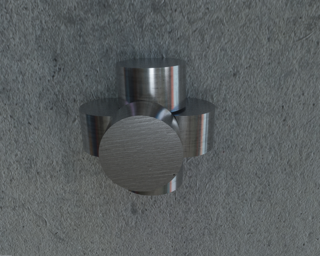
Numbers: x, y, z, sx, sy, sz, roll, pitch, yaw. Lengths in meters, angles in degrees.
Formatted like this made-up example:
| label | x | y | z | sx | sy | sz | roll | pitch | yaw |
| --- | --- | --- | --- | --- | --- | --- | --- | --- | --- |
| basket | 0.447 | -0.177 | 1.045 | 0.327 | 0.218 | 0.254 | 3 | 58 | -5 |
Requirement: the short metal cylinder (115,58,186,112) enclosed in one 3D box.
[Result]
| label | x | y | z | sx | sy | sz | roll | pitch | yaw |
| --- | --- | --- | --- | --- | --- | --- | --- | --- | --- |
| short metal cylinder | -0.010 | -0.052 | 0.362 | 0.081 | 0.080 | 0.050 | -2 | 110 | 0 |

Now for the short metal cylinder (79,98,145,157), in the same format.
| label | x | y | z | sx | sy | sz | roll | pitch | yaw |
| --- | --- | --- | --- | --- | --- | --- | --- | --- | --- |
| short metal cylinder | -0.055 | -0.003 | 0.380 | 0.081 | 0.080 | 0.050 | -1 | 110 | 0 |

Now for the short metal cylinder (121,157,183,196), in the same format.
| label | x | y | z | sx | sy | sz | roll | pitch | yaw |
| --- | --- | --- | --- | --- | --- | --- | --- | --- | --- |
| short metal cylinder | -0.010 | 0.043 | 0.397 | 0.081 | 0.080 | 0.050 | 0 | 110 | -1 |

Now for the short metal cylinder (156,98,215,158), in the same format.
| label | x | y | z | sx | sy | sz | roll | pitch | yaw |
| --- | --- | --- | --- | --- | --- | --- | --- | --- | --- |
| short metal cylinder | 0.026 | -0.004 | 0.381 | 0.081 | 0.080 | 0.050 | 0 | 110 | 0 |

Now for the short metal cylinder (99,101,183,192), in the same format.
| label | x | y | z | sx | sy | sz | roll | pitch | yaw |
| --- | --- | --- | --- | --- | --- | --- | --- | --- | --- |
| short metal cylinder | -0.018 | 0.017 | 0.318 | 0.081 | 0.050 | 0.079 | 0 | 110 | -1 |
